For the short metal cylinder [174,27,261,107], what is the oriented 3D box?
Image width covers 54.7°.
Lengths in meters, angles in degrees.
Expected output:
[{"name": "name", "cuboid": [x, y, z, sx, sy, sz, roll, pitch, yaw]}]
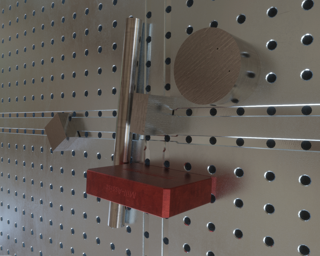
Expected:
[{"name": "short metal cylinder", "cuboid": [0.062, -0.064, 0.340, 0.080, 0.050, 0.079, 0, 90, 39]}]

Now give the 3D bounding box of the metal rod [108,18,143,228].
[{"name": "metal rod", "cuboid": [-0.051, -0.004, 0.448, 0.025, 0.025, 0.298, 9, 96, 39]}]

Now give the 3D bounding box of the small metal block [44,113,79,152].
[{"name": "small metal block", "cuboid": [-0.176, 0.007, 0.551, 0.050, 0.025, 0.050, -39, 67, 33]}]

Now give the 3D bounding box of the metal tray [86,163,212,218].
[{"name": "metal tray", "cuboid": [-0.015, 0.070, 0.377, 0.130, 0.091, 0.030, 5, 93, 39]}]

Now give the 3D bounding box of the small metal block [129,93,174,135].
[{"name": "small metal block", "cuboid": [-0.010, -0.018, 0.399, 0.025, 0.050, 0.050, 12, 98, 39]}]
